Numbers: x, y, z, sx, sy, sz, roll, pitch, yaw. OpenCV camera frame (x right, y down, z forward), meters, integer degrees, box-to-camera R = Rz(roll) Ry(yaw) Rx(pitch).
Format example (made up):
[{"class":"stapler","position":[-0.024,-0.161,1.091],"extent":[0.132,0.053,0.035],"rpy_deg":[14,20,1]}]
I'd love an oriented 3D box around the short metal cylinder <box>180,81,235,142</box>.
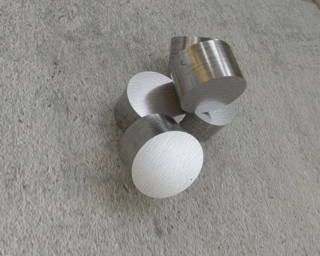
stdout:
[{"class":"short metal cylinder","position":[0.058,-0.027,0.438],"extent":[0.081,0.050,0.080],"rpy_deg":[14,56,-21]}]

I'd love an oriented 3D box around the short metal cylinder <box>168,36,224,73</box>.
[{"class":"short metal cylinder","position":[0.054,-0.102,0.454],"extent":[0.081,0.080,0.050],"rpy_deg":[1,100,-28]}]

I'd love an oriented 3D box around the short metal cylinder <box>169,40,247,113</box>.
[{"class":"short metal cylinder","position":[0.057,-0.059,0.374],"extent":[0.081,0.080,0.050],"rpy_deg":[-2,63,-29]}]

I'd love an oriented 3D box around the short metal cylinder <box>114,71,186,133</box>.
[{"class":"short metal cylinder","position":[-0.013,-0.026,0.399],"extent":[0.081,0.050,0.080],"rpy_deg":[14,56,-21]}]

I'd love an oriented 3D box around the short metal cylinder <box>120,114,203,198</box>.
[{"class":"short metal cylinder","position":[0.001,0.030,0.345],"extent":[0.081,0.079,0.050],"rpy_deg":[7,20,-25]}]
